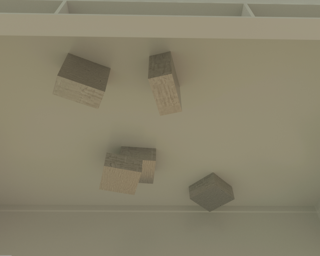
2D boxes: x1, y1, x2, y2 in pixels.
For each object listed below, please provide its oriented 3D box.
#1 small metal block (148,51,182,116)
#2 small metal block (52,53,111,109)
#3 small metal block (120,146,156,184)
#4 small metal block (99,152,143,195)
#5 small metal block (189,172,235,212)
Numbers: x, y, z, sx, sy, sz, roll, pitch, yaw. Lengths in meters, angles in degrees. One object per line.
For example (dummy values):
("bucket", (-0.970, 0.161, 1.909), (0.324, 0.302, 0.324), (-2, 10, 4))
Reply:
("small metal block", (0.006, -0.050, 0.350), (0.025, 0.050, 0.050), (-11, 129, 9))
("small metal block", (-0.086, -0.053, 0.346), (0.050, 0.050, 0.025), (18, 128, -15))
("small metal block", (-0.033, 0.055, 0.455), (0.050, 0.025, 0.050), (4, 130, -4))
("small metal block", (-0.054, 0.064, 0.431), (0.050, 0.025, 0.050), (11, 129, -9))
("small metal block", (0.083, 0.104, 0.498), (0.050, 0.025, 0.050), (-37, 122, 27))
